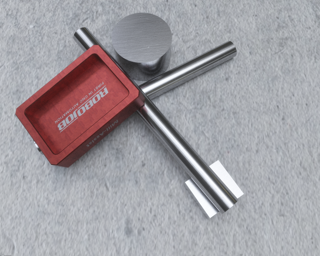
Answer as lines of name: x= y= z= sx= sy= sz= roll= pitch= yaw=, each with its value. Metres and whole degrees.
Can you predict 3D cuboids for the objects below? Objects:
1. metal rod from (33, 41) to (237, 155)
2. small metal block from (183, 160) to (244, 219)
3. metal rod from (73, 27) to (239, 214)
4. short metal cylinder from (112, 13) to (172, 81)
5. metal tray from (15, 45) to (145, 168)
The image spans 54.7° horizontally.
metal rod: x=-0.026 y=-0.046 z=0.426 sx=0.302 sy=0.025 sz=0.025 roll=-28 pitch=73 yaw=-10
small metal block: x=0.065 y=0.076 z=0.382 sx=0.050 sy=0.025 sz=0.050 roll=-32 pitch=73 yaw=-11
metal rod: x=-0.015 y=-0.020 z=0.390 sx=0.025 sy=0.025 sz=0.300 roll=-37 pitch=75 yaw=-13
short metal cylinder: x=-0.024 y=-0.113 z=0.436 sx=0.081 sy=0.050 sz=0.080 roll=0 pitch=70 yaw=0
metal tray: x=-0.096 y=-0.026 z=0.374 sx=0.130 sy=0.030 sz=0.090 roll=-40 pitch=74 yaw=-2
